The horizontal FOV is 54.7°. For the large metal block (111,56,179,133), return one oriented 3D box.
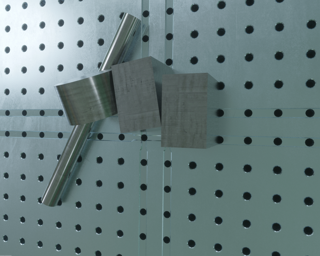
[{"bbox_3d":[-0.014,-0.037,0.388,0.050,0.080,0.080,-9,87,19],"label":"large metal block"}]

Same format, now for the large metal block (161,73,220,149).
[{"bbox_3d":[0.039,-0.019,0.369,0.050,0.080,0.079,1,91,19],"label":"large metal block"}]

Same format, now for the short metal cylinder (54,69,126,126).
[{"bbox_3d":[-0.085,-0.041,0.389,0.080,0.080,0.050,-10,106,19],"label":"short metal cylinder"}]

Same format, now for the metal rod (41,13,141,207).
[{"bbox_3d":[-0.102,-0.020,0.447,0.025,0.025,0.298,29,99,17],"label":"metal rod"}]
